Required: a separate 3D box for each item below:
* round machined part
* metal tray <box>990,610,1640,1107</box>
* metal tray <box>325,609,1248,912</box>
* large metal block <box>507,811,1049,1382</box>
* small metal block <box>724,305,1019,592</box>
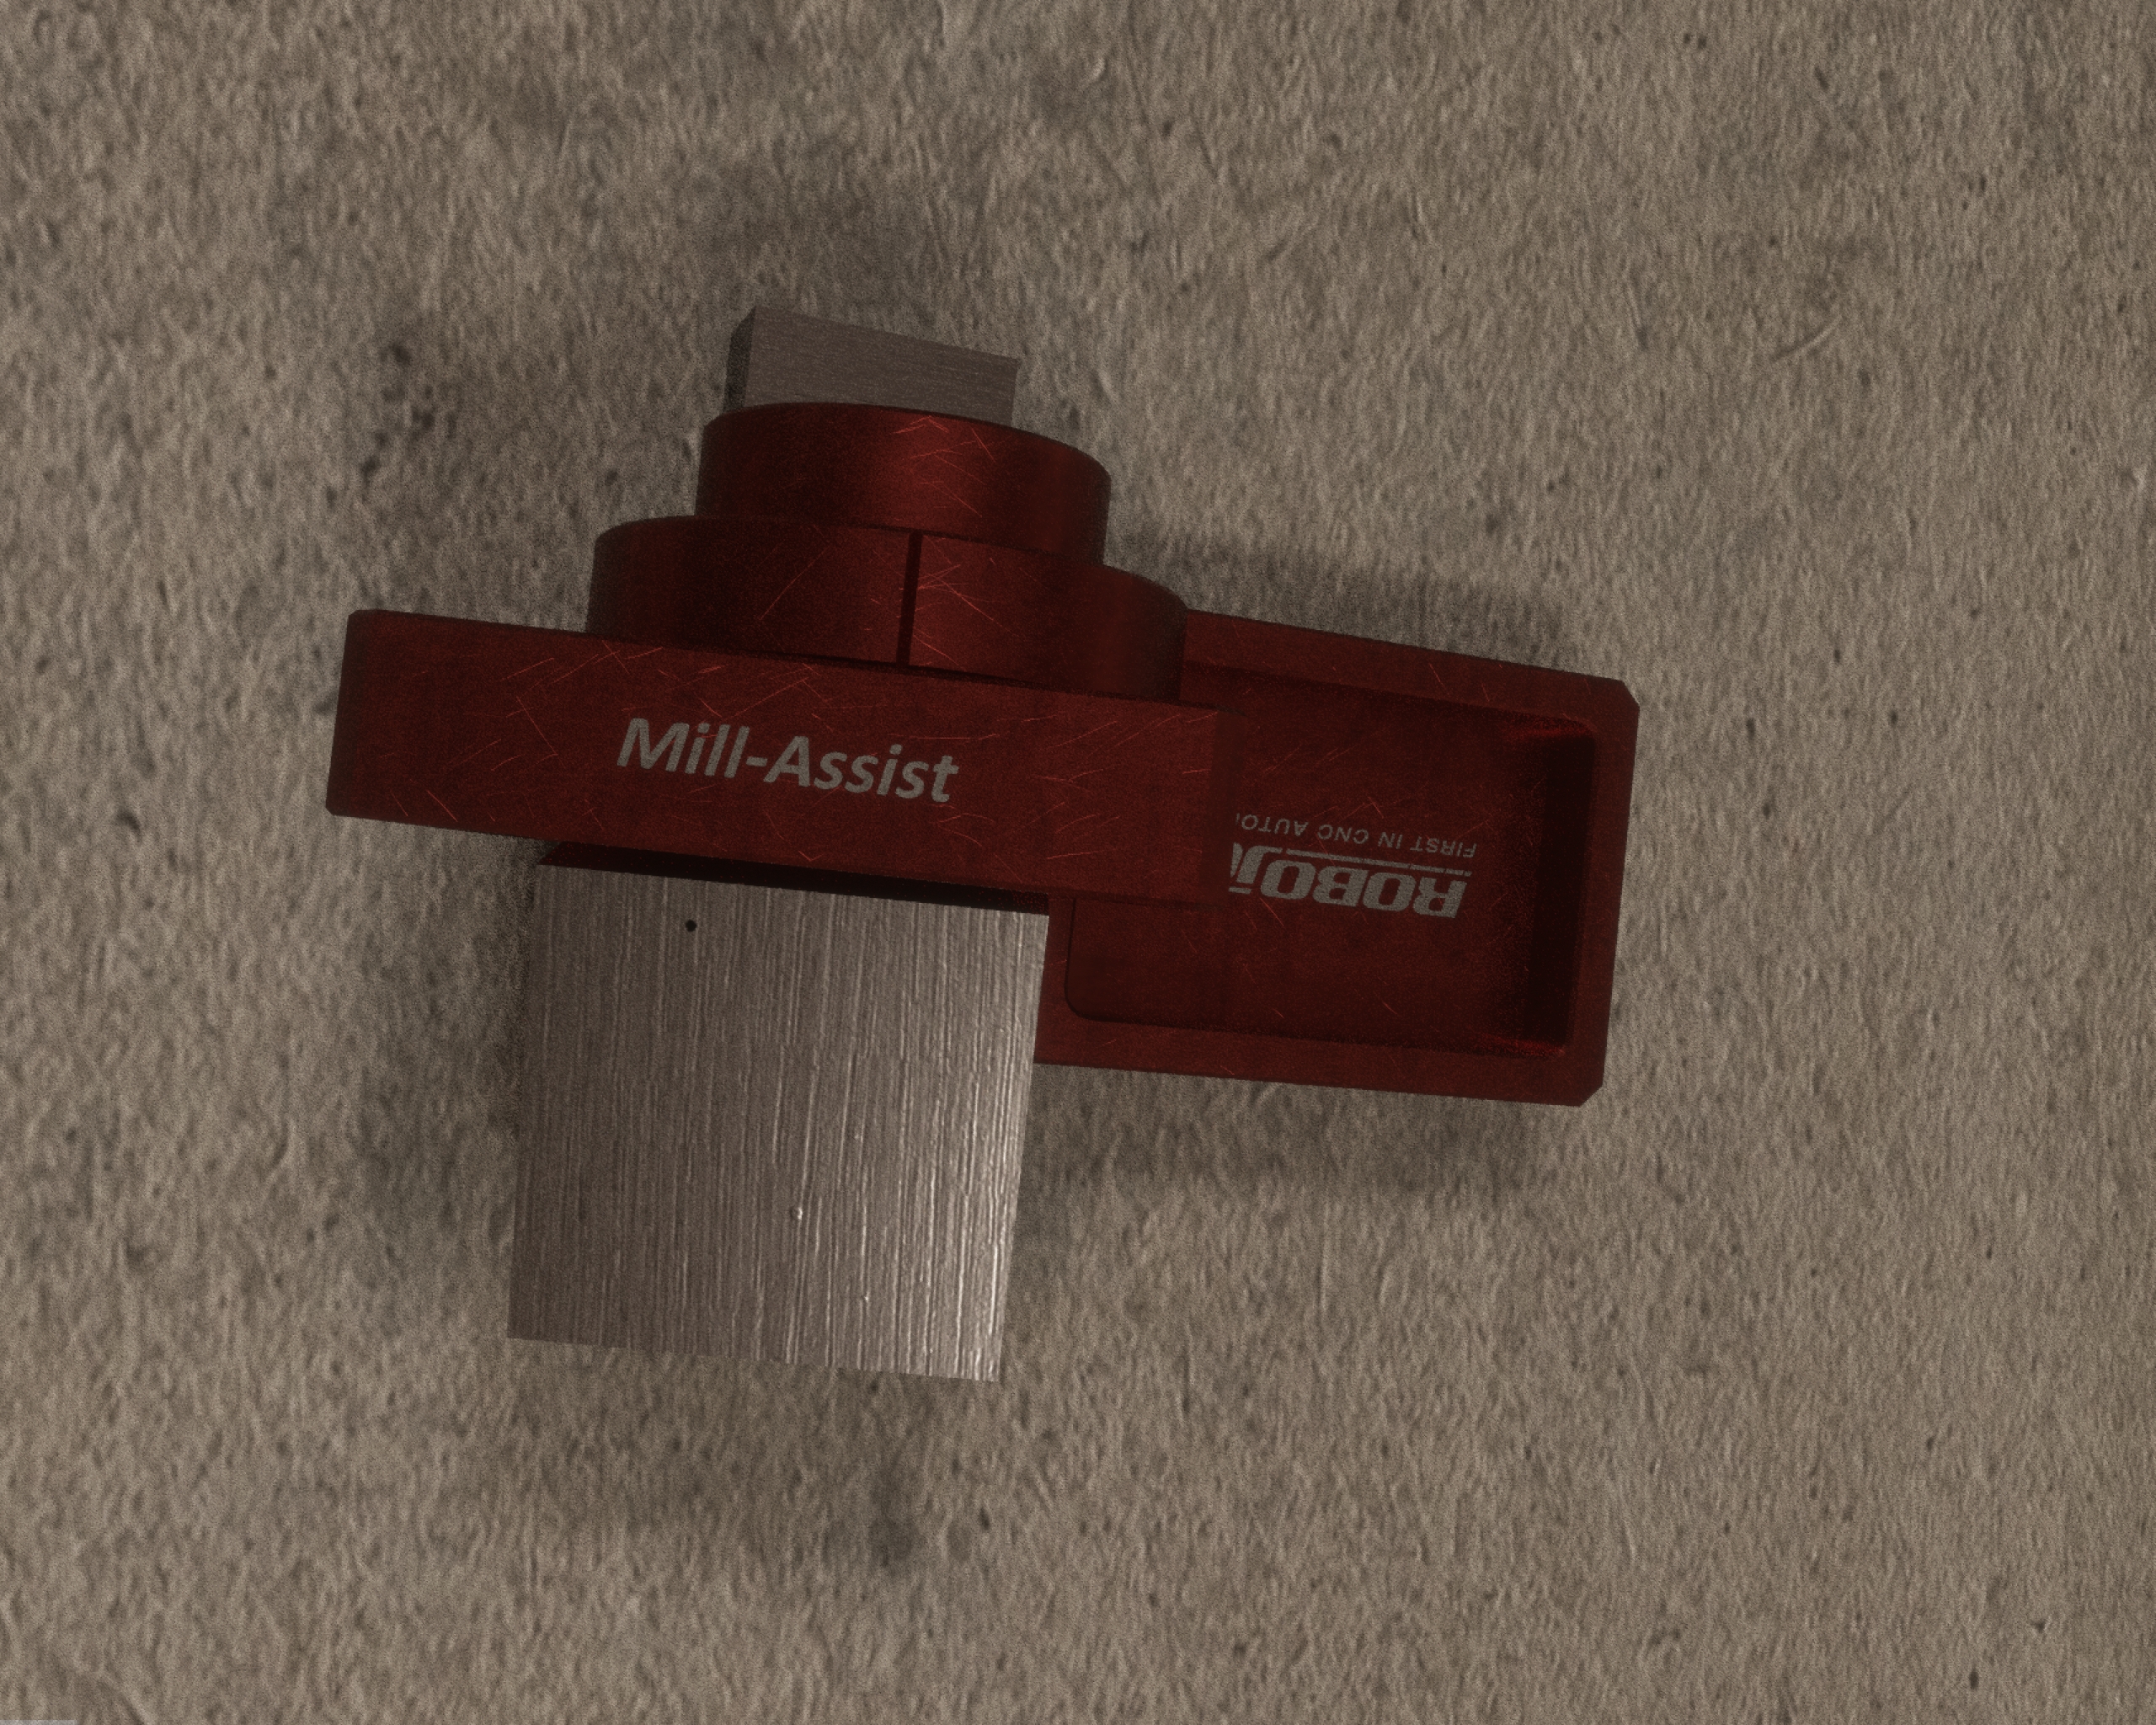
[{"bbox_3d":[-0.030,-0.048,0.349,0.099,0.098,0.042,6,88,-20],"label":"round machined part"},{"bbox_3d":[0.048,0.000,0.426,0.131,0.030,0.089,7,88,-20],"label":"metal tray"},{"bbox_3d":[-0.043,-0.014,0.342,0.131,0.090,0.030,6,89,-2],"label":"metal tray"},{"bbox_3d":[-0.049,0.038,0.360,0.081,0.050,0.079,6,101,-3],"label":"large metal block"},{"bbox_3d":[-0.042,-0.073,0.396,0.050,0.025,0.050,7,88,-20],"label":"small metal block"}]
